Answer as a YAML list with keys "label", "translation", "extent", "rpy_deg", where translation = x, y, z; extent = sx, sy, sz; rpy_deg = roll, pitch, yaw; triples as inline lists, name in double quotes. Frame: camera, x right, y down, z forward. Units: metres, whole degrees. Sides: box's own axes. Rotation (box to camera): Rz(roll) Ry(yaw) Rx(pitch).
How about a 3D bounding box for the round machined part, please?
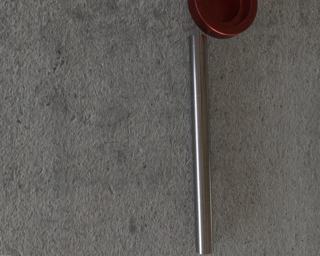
- label: "round machined part"
  translation: [0.083, -0.173, 0.432]
  extent: [0.099, 0.042, 0.097]
  rpy_deg: [0, 90, -21]

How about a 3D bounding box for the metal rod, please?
- label: "metal rod"
  translation: [0.058, 0.023, 0.431]
  extent: [0.025, 0.025, 0.298]
  rpy_deg: [-2, 91, -20]
